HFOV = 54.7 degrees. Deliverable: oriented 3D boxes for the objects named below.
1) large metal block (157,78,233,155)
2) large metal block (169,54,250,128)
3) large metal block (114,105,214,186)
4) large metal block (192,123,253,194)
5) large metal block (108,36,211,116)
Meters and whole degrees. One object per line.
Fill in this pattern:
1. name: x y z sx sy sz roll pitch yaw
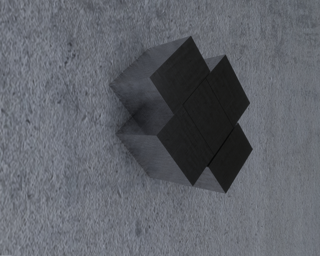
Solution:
1. large metal block: 0.034 -0.013 0.402 0.050 0.080 0.080 -50 120 -28
2. large metal block: 0.063 -0.047 0.426 0.050 0.080 0.080 -50 120 -28
3. large metal block: 0.005 0.020 0.377 0.050 0.080 0.080 -50 120 -28
4. large metal block: 0.067 0.038 0.430 0.080 0.080 0.050 -50 120 -29
5. large metal block: -0.001 -0.060 0.372 0.080 0.080 0.050 -50 120 -29
